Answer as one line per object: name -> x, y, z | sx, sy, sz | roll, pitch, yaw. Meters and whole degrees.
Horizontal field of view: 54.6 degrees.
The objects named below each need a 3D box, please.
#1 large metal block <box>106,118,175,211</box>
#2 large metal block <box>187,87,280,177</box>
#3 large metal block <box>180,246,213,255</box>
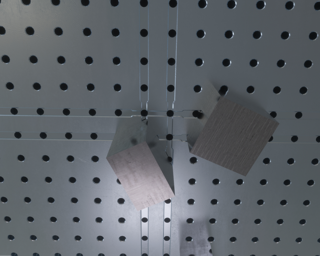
large metal block -> -0.022, 0.044, 0.400 | 0.050, 0.080, 0.080 | -24, 108, 8
large metal block -> 0.090, 0.004, 0.402 | 0.080, 0.050, 0.080 | 24, 108, -9
large metal block -> 0.063, 0.243, 0.474 | 0.050, 0.080, 0.080 | -9, 110, 3
